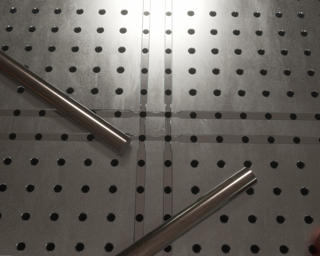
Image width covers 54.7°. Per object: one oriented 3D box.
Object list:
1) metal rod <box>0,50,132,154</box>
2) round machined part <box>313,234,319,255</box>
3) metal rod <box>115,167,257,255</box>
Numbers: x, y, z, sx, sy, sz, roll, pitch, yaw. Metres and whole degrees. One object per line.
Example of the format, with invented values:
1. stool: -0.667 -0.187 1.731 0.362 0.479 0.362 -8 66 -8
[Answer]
1. metal rod: -0.168 -0.058 0.430 0.301 0.025 0.025 33 73 11
2. round machined part: 0.232 0.155 0.349 0.099 0.042 0.098 0 70 -1
3. metal rod: -0.012 0.137 0.361 0.301 0.025 0.025 -31 73 -11
